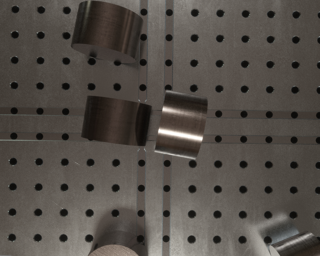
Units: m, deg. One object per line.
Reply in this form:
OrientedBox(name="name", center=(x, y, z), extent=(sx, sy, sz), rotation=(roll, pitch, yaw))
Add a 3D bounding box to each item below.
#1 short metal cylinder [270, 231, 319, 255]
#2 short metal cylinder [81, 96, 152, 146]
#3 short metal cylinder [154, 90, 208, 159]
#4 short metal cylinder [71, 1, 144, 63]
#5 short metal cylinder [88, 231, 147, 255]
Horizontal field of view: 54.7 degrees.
OrientedBox(name="short metal cylinder", center=(0.181, 0.178, 0.388), extent=(0.050, 0.080, 0.080), rotation=(-22, 90, 0))
OrientedBox(name="short metal cylinder", center=(-0.053, -0.008, 0.385), extent=(0.081, 0.080, 0.050), rotation=(9, 90, -1))
OrientedBox(name="short metal cylinder", center=(0.025, -0.004, 0.386), extent=(0.050, 0.080, 0.080), rotation=(11, 90, 0))
OrientedBox(name="short metal cylinder", center=(-0.065, -0.116, 0.385), extent=(0.080, 0.080, 0.050), rotation=(11, 90, -1))
OrientedBox(name="short metal cylinder", center=(-0.056, 0.181, 0.400), extent=(0.081, 0.050, 0.079), rotation=(0, 90, -1))
